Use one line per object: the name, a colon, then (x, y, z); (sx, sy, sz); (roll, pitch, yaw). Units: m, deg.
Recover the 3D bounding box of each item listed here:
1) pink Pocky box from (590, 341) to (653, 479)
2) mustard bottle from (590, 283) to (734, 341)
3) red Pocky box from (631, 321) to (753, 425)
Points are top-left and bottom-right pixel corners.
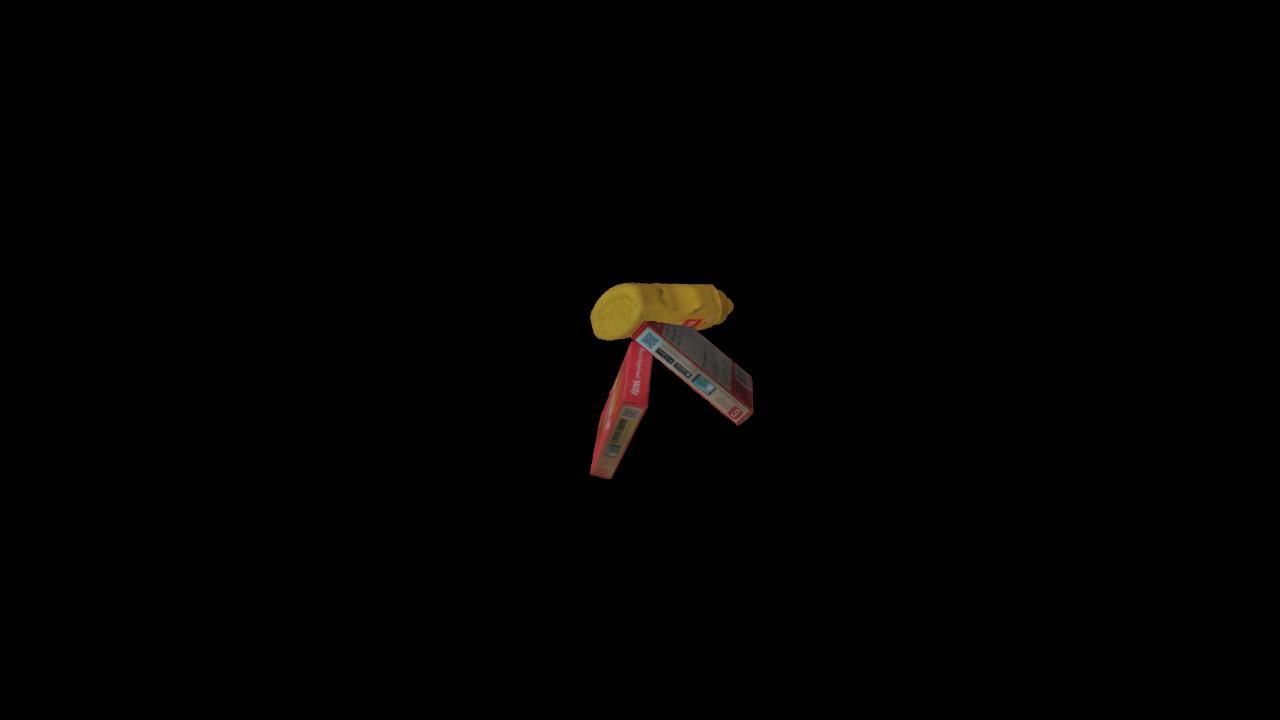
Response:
pink Pocky box: (-0.021, 0.059, 0.685); (0.029, 0.084, 0.155); (15, -42, -8)
mustard bottle: (0.041, -0.058, 0.696); (0.184, 0.054, 0.092); (-7, -19, -41)
red Pocky box: (0.060, -0.002, 0.674); (0.155, 0.028, 0.083); (39, 27, -11)
